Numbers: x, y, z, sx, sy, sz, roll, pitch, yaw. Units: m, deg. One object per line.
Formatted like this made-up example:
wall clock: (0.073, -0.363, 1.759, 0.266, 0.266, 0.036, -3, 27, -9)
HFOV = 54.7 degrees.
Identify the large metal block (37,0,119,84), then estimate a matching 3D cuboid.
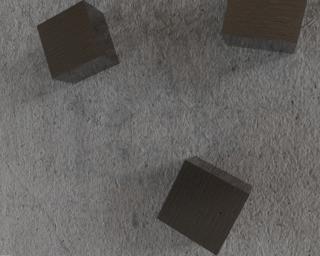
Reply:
large metal block: (-0.115, -0.117, 0.436, 0.080, 0.050, 0.080, -20, 83, 19)

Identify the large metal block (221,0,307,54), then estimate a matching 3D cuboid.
large metal block: (0.121, -0.135, 0.353, 0.080, 0.050, 0.080, 13, 94, 19)

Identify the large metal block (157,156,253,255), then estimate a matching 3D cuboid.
large metal block: (0.055, 0.090, 0.376, 0.080, 0.050, 0.080, 28, 99, 18)
